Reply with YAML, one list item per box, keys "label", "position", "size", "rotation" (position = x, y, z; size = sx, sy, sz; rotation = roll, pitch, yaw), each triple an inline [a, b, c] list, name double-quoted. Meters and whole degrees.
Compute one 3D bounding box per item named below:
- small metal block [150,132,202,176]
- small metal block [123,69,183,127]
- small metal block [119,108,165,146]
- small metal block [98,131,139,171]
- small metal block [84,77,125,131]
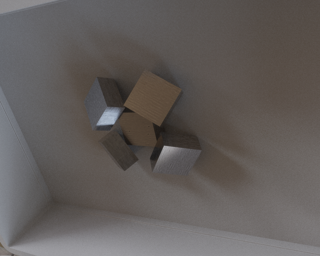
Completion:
- label: "small metal block"
  position: [0.019, 0.035, 0.403]
  size: [0.050, 0.025, 0.050]
  rotation: [8, 130, -18]
- label: "small metal block"
  position: [-0.007, -0.035, 0.373]
  size: [0.050, 0.025, 0.050]
  rotation: [31, 91, 8]
- label: "small metal block"
  position: [-0.024, -0.004, 0.416]
  size: [0.050, 0.025, 0.050]
  rotation: [2, 119, 27]
- label: "small metal block"
  position: [-0.061, 0.032, 0.443]
  size: [0.050, 0.025, 0.050]
  rotation: [53, 166, -10]
- label: "small metal block"
  position: [-0.075, -0.031, 0.410]
  size: [0.050, 0.025, 0.050]
  rotation: [-50, 52, 40]
